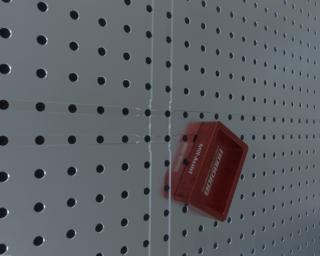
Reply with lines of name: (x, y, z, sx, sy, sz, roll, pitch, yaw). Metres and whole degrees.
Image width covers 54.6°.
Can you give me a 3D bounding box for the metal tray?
metal tray: (0.083, 0.065, 0.473, 0.090, 0.030, 0.130, 36, 68, -34)
